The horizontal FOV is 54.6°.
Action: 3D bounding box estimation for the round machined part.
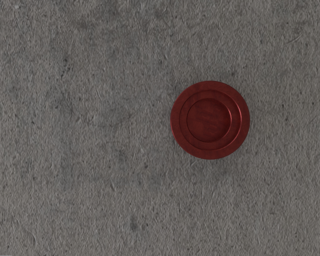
[{"bbox_3d":[0.062,-0.010,0.402,0.099,0.042,0.097,0,90,0],"label":"round machined part"}]
